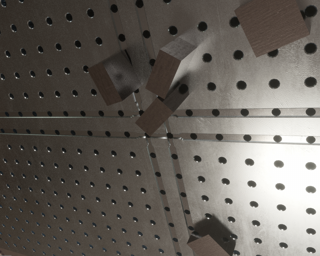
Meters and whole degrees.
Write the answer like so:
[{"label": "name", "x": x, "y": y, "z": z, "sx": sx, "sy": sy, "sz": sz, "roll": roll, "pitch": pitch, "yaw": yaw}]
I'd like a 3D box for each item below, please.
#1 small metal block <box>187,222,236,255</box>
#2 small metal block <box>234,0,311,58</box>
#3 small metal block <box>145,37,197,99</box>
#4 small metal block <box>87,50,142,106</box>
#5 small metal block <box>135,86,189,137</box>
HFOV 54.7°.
[{"label": "small metal block", "x": 0.079, "y": 0.180, "z": 0.480, "sx": 0.050, "sy": 0.025, "sz": 0.050, "roll": 45, "pitch": 129, "yaw": -4}, {"label": "small metal block", "x": 0.106, "y": -0.102, "z": 0.292, "sx": 0.050, "sy": 0.025, "sz": 0.050, "roll": -20, "pitch": 108, "yaw": 35}, {"label": "small metal block", "x": 0.013, "y": -0.067, "z": 0.346, "sx": 0.025, "sy": 0.050, "sz": 0.050, "roll": 31, "pitch": 128, "yaw": 8}, {"label": "small metal block", "x": -0.055, "y": -0.062, "z": 0.384, "sx": 0.025, "sy": 0.050, "sz": 0.050, "roll": -14, "pitch": 111, "yaw": 34}, {"label": "small metal block", "x": 0.003, "y": -0.024, "z": 0.378, "sx": 0.025, "sy": 0.050, "sz": 0.050, "roll": 43, "pitch": 129, "yaw": -2}]
